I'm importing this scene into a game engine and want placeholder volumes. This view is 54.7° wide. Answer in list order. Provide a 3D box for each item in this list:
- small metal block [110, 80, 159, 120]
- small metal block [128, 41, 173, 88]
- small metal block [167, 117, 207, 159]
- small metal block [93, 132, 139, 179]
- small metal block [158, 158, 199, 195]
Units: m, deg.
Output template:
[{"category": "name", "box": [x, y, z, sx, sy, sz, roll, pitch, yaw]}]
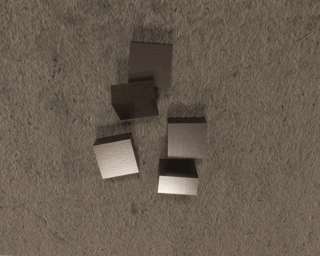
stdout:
[{"category": "small metal block", "box": [-0.030, -0.033, 0.382, 0.050, 0.050, 0.025, -8, 70, 2]}, {"category": "small metal block", "box": [-0.012, -0.079, 0.381, 0.050, 0.025, 0.050, 4, 110, -2]}, {"category": "small metal block", "box": [0.035, 0.013, 0.415, 0.050, 0.025, 0.050, -1, 110, 0]}, {"category": "small metal block", "box": [-0.058, 0.037, 0.423, 0.050, 0.025, 0.050, -11, 110, 3]}, {"category": "small metal block", "box": [0.023, 0.065, 0.421, 0.050, 0.050, 0.025, 4, 110, -2]}]
